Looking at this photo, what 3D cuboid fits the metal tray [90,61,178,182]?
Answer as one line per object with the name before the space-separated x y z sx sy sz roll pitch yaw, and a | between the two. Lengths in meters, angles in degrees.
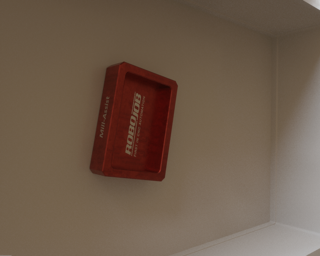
metal tray | -0.028 -0.004 0.378 0.091 0.030 0.129 14 81 -39
